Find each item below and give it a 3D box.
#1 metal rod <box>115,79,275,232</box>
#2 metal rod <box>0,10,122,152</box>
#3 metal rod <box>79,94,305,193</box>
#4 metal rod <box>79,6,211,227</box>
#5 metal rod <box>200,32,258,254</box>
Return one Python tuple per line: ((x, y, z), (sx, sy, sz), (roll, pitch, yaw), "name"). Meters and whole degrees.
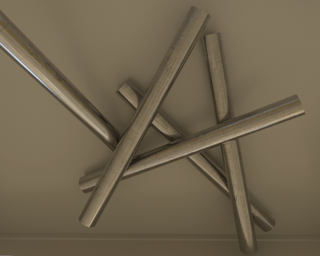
((0.058, 0.046, 0.429), (0.025, 0.025, 0.300), (-43, 105, 14), "metal rod")
((-0.115, -0.052, 0.323), (0.025, 0.025, 0.300), (-30, 134, 10), "metal rod")
((0.025, 0.027, 0.393), (0.300, 0.025, 0.025), (-22, 109, 19), "metal rod")
((-0.025, -0.004, 0.380), (0.025, 0.025, 0.298), (27, 102, -10), "metal rod")
((0.093, 0.030, 0.405), (0.025, 0.025, 0.298), (-12, 103, 4), "metal rod")
